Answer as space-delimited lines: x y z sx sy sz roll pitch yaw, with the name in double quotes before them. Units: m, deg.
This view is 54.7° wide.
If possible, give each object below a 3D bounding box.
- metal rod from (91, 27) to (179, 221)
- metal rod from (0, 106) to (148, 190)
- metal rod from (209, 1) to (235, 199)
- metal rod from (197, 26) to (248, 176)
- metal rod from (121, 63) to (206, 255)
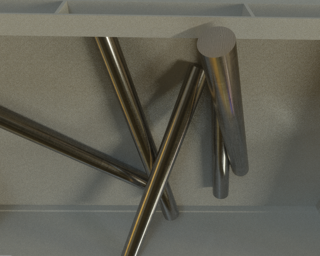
"metal rod" -0.021 0.018 0.405 0.025 0.025 0.299 -12 124 10
"metal rod" -0.114 0.034 0.436 0.301 0.025 0.025 28 125 -22
"metal rod" 0.079 -0.009 0.402 0.025 0.025 0.298 -5 130 4
"metal rod" 0.078 0.002 0.332 0.025 0.025 0.300 -14 154 11
"metal rod" 0.000 0.061 0.406 0.025 0.025 0.298 14 112 -12
